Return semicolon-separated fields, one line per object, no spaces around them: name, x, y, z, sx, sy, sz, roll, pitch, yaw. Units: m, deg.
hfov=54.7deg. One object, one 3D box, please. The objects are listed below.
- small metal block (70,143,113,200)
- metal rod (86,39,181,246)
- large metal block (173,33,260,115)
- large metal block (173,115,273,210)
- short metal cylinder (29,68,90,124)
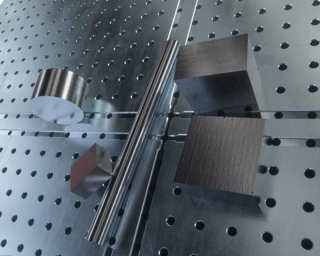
small metal block;-0.090;0.056;0.405;0.050;0.025;0.050;-43;32;13
metal rod;-0.027;0.004;0.418;0.025;0.025;0.300;7;65;31
large metal block;0.072;-0.059;0.371;0.080;0.080;0.050;-4;60;26
large metal block;0.070;0.035;0.333;0.080;0.050;0.080;4;64;29
short metal cylinder;-0.154;-0.047;0.480;0.080;0.080;0.050;-9;58;23
